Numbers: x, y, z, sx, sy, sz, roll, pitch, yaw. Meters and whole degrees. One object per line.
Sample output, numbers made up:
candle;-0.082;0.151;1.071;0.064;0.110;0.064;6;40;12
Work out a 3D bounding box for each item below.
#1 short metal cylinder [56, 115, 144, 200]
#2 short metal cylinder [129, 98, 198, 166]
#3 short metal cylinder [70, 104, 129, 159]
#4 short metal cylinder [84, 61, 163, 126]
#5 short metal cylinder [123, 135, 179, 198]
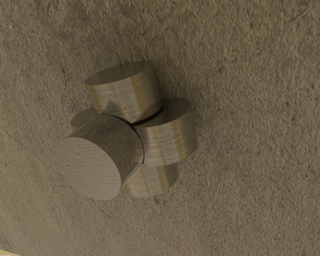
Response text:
short metal cylinder;-0.065;0.032;0.341;0.080;0.050;0.079;13;124;20
short metal cylinder;0.002;0.002;0.372;0.080;0.080;0.050;0;118;28
short metal cylinder;-0.070;0.003;0.410;0.080;0.080;0.050;-1;118;28
short metal cylinder;-0.042;-0.043;0.367;0.080;0.080;0.050;-2;118;28
short metal cylinder;-0.019;0.046;0.410;0.080;0.080;0.050;0;118;28
